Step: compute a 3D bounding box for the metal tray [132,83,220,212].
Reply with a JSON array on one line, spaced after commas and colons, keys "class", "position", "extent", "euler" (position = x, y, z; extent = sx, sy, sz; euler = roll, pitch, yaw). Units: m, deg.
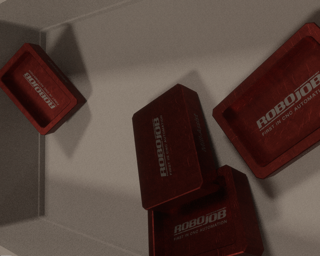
[{"class": "metal tray", "position": [0.013, 0.024, 0.369], "extent": [0.090, 0.030, 0.130], "euler": [-31, 55, 35]}]

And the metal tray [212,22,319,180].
[{"class": "metal tray", "position": [0.124, -0.022, 0.299], "extent": [0.129, 0.030, 0.090], "euler": [-45, 63, 30]}]

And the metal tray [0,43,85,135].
[{"class": "metal tray", "position": [-0.200, -0.064, 0.517], "extent": [0.090, 0.030, 0.130], "euler": [-41, 89, 14]}]

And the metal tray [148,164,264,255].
[{"class": "metal tray", "position": [0.041, 0.107, 0.344], "extent": [0.130, 0.030, 0.090], "euler": [-33, 44, 34]}]
